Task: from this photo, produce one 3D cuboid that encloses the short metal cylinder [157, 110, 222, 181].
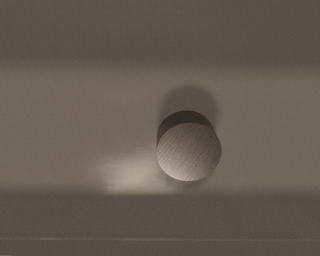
[{"bbox_3d":[0.036,0.022,0.407,0.081,0.050,0.079,0,110,-1],"label":"short metal cylinder"}]
